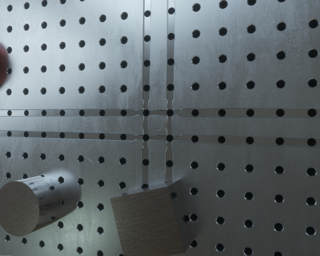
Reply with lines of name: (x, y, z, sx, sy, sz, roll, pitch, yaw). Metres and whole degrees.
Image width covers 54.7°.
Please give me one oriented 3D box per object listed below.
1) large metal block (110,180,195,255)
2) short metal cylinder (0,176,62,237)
large metal block: (-0.009, 0.118, 0.402, 0.080, 0.050, 0.080, -16, 85, 19)
short metal cylinder: (-0.198, 0.116, 0.469, 0.080, 0.050, 0.079, 0, 90, 20)
